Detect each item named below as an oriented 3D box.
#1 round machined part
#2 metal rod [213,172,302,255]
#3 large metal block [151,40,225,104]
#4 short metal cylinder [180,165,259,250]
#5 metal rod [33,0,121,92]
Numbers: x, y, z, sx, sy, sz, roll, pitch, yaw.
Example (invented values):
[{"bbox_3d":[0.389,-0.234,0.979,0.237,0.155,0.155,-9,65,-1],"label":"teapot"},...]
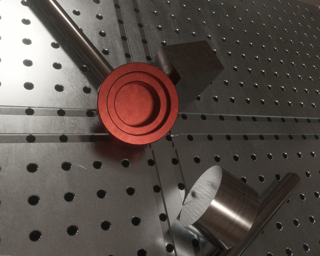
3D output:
[{"bbox_3d":[-0.030,-0.029,0.383,0.099,0.042,0.097,0,90,-18],"label":"round machined part"},{"bbox_3d":[0.100,0.138,0.379,0.302,0.025,0.025,-30,79,-38],"label":"metal rod"},{"bbox_3d":[0.028,-0.073,0.434,0.081,0.080,0.050,-18,72,-35],"label":"large metal block"},{"bbox_3d":[0.067,0.090,0.356,0.050,0.080,0.080,34,51,-7],"label":"short metal cylinder"},{"bbox_3d":[-0.146,-0.160,0.427,0.025,0.025,0.300,-34,81,-38],"label":"metal rod"}]
